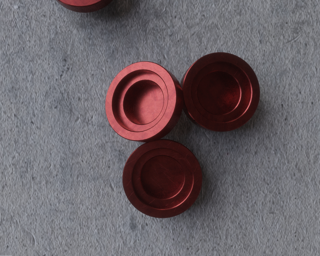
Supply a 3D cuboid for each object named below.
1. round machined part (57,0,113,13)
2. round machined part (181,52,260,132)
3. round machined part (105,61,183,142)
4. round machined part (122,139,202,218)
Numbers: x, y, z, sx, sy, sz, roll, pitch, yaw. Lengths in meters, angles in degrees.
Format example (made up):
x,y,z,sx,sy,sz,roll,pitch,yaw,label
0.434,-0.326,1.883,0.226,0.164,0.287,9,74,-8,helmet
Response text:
x,y,z,sx,sy,sz,roll,pitch,yaw,label
-0.098,-0.197,0.400,0.099,0.042,0.097,0,90,0,round machined part
0.073,-0.044,0.398,0.099,0.042,0.097,0,89,-8,round machined part
-0.016,-0.030,0.389,0.098,0.042,0.097,-4,81,25,round machined part
0.003,0.062,0.401,0.099,0.042,0.097,0,90,0,round machined part
